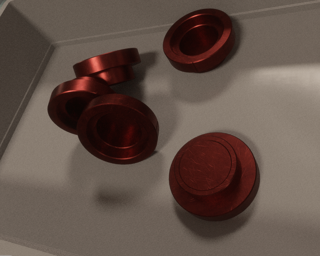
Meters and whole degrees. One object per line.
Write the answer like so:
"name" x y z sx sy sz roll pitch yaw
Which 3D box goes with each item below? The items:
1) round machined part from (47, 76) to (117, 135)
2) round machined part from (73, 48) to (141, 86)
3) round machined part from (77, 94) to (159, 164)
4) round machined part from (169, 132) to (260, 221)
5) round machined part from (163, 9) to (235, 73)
"round machined part" -0.101 -0.033 0.430 0.098 0.098 0.042 -16 50 19
"round machined part" -0.075 -0.084 0.462 0.098 0.098 0.042 -13 99 20
"round machined part" -0.050 -0.003 0.390 0.098 0.098 0.042 -16 35 19
"round machined part" 0.054 0.047 0.337 0.098 0.042 0.098 -13 56 20
"round machined part" 0.057 -0.116 0.435 0.098 0.042 0.098 -13 56 20
